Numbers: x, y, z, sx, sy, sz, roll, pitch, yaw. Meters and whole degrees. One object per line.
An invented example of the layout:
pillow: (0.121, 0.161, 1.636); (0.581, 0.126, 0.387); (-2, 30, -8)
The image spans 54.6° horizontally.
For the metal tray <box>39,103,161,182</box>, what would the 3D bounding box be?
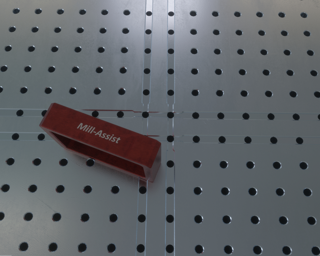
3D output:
metal tray: (-0.065, 0.020, 0.369); (0.130, 0.090, 0.030); (20, 72, 7)
